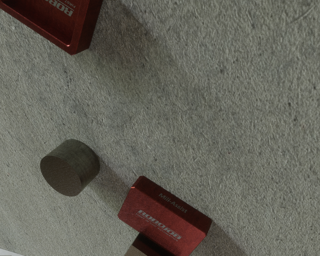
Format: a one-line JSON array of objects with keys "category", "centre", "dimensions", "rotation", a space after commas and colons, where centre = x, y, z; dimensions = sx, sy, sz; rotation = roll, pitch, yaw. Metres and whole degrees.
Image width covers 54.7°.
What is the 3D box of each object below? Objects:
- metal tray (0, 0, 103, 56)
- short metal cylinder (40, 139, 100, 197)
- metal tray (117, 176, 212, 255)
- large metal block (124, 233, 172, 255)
[{"category": "metal tray", "centre": [-0.137, -0.161, 0.376], "dimensions": [0.130, 0.030, 0.089], "rotation": [34, 129, 5]}, {"category": "short metal cylinder", "centre": [-0.147, 0.065, 0.508], "dimensions": [0.080, 0.050, 0.079], "rotation": [13, 124, 21]}, {"category": "metal tray", "centre": [0.004, 0.143, 0.490], "dimensions": [0.130, 0.030, 0.089], "rotation": [31, 129, 7]}, {"category": "large metal block", "centre": [-0.016, 0.226, 0.539], "dimensions": [0.080, 0.050, 0.079], "rotation": [33, 129, 6]}]
